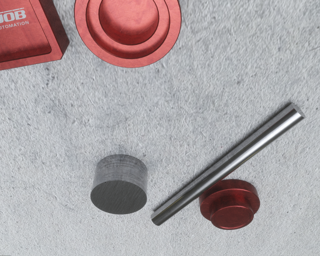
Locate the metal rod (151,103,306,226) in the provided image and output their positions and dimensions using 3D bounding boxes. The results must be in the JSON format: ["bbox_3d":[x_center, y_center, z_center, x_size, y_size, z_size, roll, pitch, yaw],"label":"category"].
[{"bbox_3d":[0.085,0.069,0.467,0.025,0.025,0.299,30,124,-23],"label":"metal rod"}]

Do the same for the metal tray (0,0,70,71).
[{"bbox_3d":[-0.171,-0.105,0.311,0.131,0.030,0.090,-9,130,6],"label":"metal tray"}]

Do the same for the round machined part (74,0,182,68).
[{"bbox_3d":[-0.029,-0.112,0.301,0.099,0.042,0.097,-1,130,0],"label":"round machined part"}]

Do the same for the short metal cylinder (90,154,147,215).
[{"bbox_3d":[-0.059,0.085,0.462,0.081,0.050,0.079,0,130,0],"label":"short metal cylinder"}]

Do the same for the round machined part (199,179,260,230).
[{"bbox_3d":[0.116,0.132,0.510,0.099,0.042,0.097,-1,130,0],"label":"round machined part"}]
